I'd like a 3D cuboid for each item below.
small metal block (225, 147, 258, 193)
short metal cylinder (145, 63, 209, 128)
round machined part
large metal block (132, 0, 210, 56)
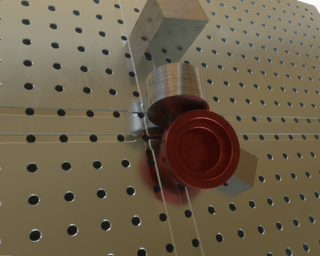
[{"bbox_3d":[0.106,0.055,0.434,0.050,0.025,0.050,31,52,-9],"label":"small metal block"},{"bbox_3d":[0.022,-0.041,0.411,0.081,0.080,0.050,9,58,-24],"label":"short metal cylinder"},{"bbox_3d":[0.048,0.028,0.394,0.099,0.042,0.098,3,79,-16],"label":"round machined part"},{"bbox_3d":[0.014,-0.158,0.479,0.081,0.080,0.050,-9,67,-33],"label":"large metal block"}]
